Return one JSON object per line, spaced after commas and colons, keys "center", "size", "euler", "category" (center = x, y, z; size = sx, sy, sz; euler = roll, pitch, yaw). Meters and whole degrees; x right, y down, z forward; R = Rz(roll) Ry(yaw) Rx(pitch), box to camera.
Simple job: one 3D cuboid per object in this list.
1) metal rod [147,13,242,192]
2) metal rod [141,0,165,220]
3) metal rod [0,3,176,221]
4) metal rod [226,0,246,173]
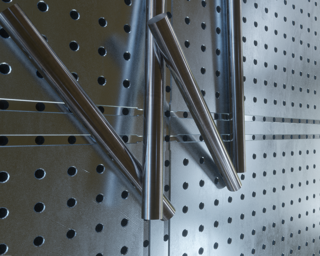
{"center": [0.059, -0.014, 0.431], "size": [0.025, 0.025, 0.299], "euler": [-50, 128, -28], "category": "metal rod"}
{"center": [-0.007, -0.043, 0.381], "size": [0.025, 0.025, 0.299], "euler": [8, 79, -40], "category": "metal rod"}
{"center": [-0.067, 0.003, 0.352], "size": [0.025, 0.025, 0.300], "euler": [-49, 119, -29], "category": "metal rod"}
{"center": [0.125, -0.076, 0.512], "size": [0.025, 0.025, 0.298], "euler": [-4, 93, -40], "category": "metal rod"}
